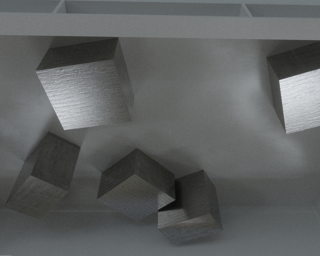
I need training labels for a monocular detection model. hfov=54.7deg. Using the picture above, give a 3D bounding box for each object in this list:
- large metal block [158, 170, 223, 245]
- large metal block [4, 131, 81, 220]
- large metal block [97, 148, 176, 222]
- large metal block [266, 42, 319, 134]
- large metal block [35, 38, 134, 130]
[{"bbox_3d":[0.044,0.121,0.477,0.080,0.080,0.050,-22,127,17],"label":"large metal block"},{"bbox_3d":[-0.159,0.066,0.426,0.050,0.080,0.080,32,123,-24],"label":"large metal block"},{"bbox_3d":[-0.034,0.088,0.467,0.080,0.050,0.080,-36,122,26],"label":"large metal block"},{"bbox_3d":[0.175,-0.047,0.355,0.080,0.050,0.080,-16,129,12],"label":"large metal block"},{"bbox_3d":[-0.079,-0.048,0.350,0.080,0.050,0.080,-7,130,6],"label":"large metal block"}]
